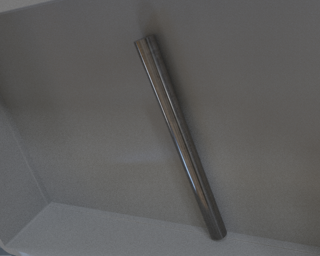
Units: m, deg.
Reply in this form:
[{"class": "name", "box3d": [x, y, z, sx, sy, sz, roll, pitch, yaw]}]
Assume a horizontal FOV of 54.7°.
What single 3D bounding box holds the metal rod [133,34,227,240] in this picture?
[{"class": "metal rod", "box3d": [0.034, 0.027, 0.406, 0.025, 0.025, 0.299, -9, 114, 32]}]
